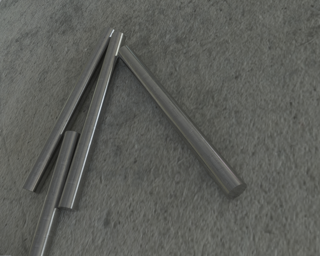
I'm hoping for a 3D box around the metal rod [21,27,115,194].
[{"bbox_3d":[-0.137,-0.041,0.498,0.025,0.025,0.300,7,65,31],"label":"metal rod"}]

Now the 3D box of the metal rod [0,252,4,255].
[{"bbox_3d":[-0.247,0.157,0.414,0.300,0.025,0.025,11,67,38],"label":"metal rod"}]

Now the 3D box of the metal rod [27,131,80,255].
[{"bbox_3d":[-0.148,0.141,0.393,0.025,0.025,0.299,-6,59,25],"label":"metal rod"}]

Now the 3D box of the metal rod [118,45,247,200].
[{"bbox_3d":[0.011,-0.029,0.414,0.025,0.025,0.300,-38,51,3],"label":"metal rod"}]

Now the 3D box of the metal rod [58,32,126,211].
[{"bbox_3d":[-0.095,-0.026,0.467,0.025,0.025,0.299,-4,60,26],"label":"metal rod"}]
